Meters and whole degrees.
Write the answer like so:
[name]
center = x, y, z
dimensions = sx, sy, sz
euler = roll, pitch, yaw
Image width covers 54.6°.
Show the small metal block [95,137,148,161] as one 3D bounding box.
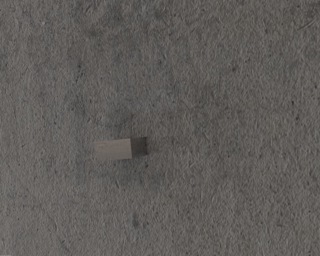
[small metal block]
center = -0.050, 0.028, 0.414
dimensions = 0.050, 0.050, 0.025
euler = -6, 88, 20
